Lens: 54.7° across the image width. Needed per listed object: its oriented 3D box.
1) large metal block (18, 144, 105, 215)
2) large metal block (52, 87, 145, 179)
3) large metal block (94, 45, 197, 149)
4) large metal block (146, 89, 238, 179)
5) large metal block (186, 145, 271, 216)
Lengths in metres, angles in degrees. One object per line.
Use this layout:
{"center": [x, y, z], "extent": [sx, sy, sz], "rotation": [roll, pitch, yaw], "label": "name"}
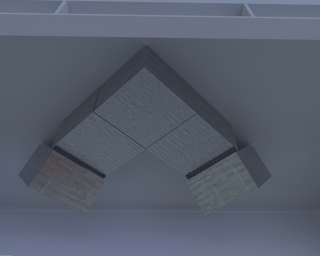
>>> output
{"center": [-0.134, 0.068, 0.418], "extent": [0.080, 0.050, 0.080], "rotation": [38, 163, -28], "label": "large metal block"}
{"center": [-0.075, 0.009, 0.397], "extent": [0.080, 0.050, 0.080], "rotation": [-36, 122, 26], "label": "large metal block"}
{"center": [-0.016, -0.033, 0.361], "extent": [0.080, 0.050, 0.080], "rotation": [-36, 122, 26], "label": "large metal block"}
{"center": [0.040, 0.010, 0.399], "extent": [0.080, 0.050, 0.080], "rotation": [-36, 122, 26], "label": "large metal block"}
{"center": [0.095, 0.069, 0.422], "extent": [0.080, 0.050, 0.080], "rotation": [-36, 165, 26], "label": "large metal block"}
